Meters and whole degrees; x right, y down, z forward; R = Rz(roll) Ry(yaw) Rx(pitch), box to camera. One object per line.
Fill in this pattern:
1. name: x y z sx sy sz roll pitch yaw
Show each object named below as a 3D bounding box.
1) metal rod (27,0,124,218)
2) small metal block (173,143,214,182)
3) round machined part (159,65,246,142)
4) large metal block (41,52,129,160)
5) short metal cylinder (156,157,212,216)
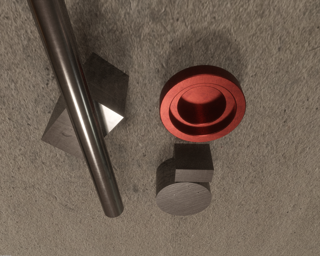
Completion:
1. metal rod: -0.072 -0.012 0.291 0.025 0.025 0.298 -5 130 3
2. small metal block: 0.045 0.048 0.432 0.050 0.050 0.025 1 130 -2
3. round machined part: 0.048 -0.033 0.369 0.099 0.042 0.097 -1 130 0
4. large metal block: -0.081 -0.025 0.349 0.050 0.080 0.080 32 123 -25
5. short metal cylinder: 0.034 0.088 0.466 0.081 0.050 0.079 0 130 0
